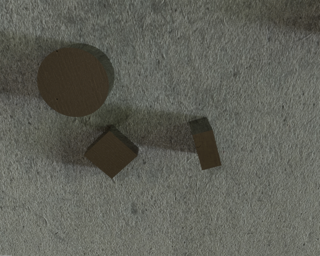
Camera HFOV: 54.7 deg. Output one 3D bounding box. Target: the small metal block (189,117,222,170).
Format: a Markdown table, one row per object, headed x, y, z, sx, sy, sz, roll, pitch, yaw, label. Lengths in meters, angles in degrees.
| x | y | z | sx | sy | sz | roll | pitch | yaw | label |
| --- | --- | --- | --- | --- | --- | --- | --- | --- | --- |
| 0.058 | 0.019 | 0.404 | 0.025 | 0.050 | 0.050 | -15 | 110 | 5 | small metal block |

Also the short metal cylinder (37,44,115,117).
| x | y | z | sx | sy | sz | roll | pitch | yaw | label |
| --- | --- | --- | --- | --- | --- | --- | --- | --- | --- |
| -0.098 | -0.059 | 0.373 | 0.081 | 0.050 | 0.079 | 0 | 110 | -1 | short metal cylinder |

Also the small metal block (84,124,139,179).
| x | y | z | sx | sy | sz | roll | pitch | yaw | label |
| --- | --- | --- | --- | --- | --- | --- | --- | --- | --- |
| -0.065 | 0.032 | 0.421 | 0.050 | 0.025 | 0.050 | -43 | 105 | 13 | small metal block |
